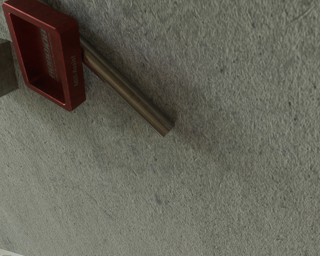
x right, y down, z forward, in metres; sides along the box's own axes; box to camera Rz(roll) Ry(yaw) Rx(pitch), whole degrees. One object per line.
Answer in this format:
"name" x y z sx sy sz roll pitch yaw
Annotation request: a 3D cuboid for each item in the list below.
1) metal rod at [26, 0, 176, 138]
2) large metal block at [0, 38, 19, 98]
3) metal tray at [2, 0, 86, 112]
"metal rod" -0.097 -0.099 0.396 0.300 0.025 0.025 44 129 -3
"large metal block" -0.274 -0.097 0.475 0.080 0.050 0.079 18 126 17
"metal tray" -0.144 -0.091 0.398 0.090 0.030 0.129 29 142 17
